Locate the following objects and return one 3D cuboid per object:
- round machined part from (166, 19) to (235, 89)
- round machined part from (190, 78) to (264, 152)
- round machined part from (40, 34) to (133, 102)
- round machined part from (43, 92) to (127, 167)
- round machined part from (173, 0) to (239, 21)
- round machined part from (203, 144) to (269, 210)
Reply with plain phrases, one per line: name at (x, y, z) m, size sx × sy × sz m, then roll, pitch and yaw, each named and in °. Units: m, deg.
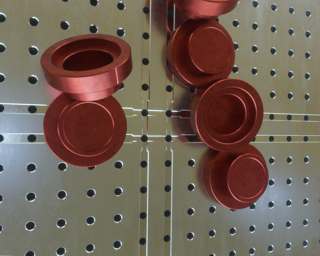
round machined part at (0.062, -0.104, 0.426) m, size 0.099 × 0.042 × 0.097 m, roll 0°, pitch 90°, yaw -20°
round machined part at (0.088, -0.020, 0.427) m, size 0.099 × 0.042 × 0.097 m, roll -3°, pitch 101°, yaw -15°
round machined part at (-0.080, -0.067, 0.354) m, size 0.099 × 0.098 × 0.042 m, roll -20°, pitch 134°, yaw -19°
round machined part at (-0.087, -0.001, 0.371) m, size 0.099 × 0.042 × 0.097 m, roll 0°, pitch 90°, yaw -20°
round machined part at (0.055, -0.180, 0.408) m, size 0.099 × 0.042 × 0.098 m, roll 5°, pitch 58°, yaw -8°
round machined part at (0.115, 0.069, 0.446) m, size 0.099 × 0.042 × 0.097 m, roll 0°, pitch 90°, yaw -20°
